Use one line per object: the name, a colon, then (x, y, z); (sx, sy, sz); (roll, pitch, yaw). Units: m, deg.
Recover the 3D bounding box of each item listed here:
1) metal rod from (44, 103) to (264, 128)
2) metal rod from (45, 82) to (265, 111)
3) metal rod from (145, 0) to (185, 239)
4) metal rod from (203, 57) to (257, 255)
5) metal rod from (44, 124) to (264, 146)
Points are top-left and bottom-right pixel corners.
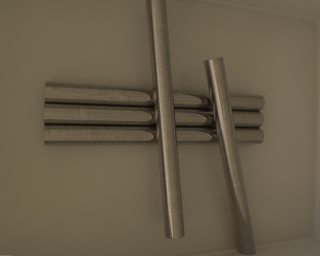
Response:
metal rod: (0.007, -0.015, 0.413); (0.303, 0.025, 0.025); (1, 90, -21)
metal rod: (0.008, -0.040, 0.413); (0.303, 0.025, 0.025); (1, 90, -21)
metal rod: (0.007, -0.013, 0.386); (0.025, 0.025, 0.298); (-5, 92, -20)
metal rod: (0.100, 0.054, 0.426); (0.025, 0.025, 0.298); (-17, 103, -20)
metal rod: (0.007, 0.010, 0.413); (0.303, 0.025, 0.025); (1, 90, -21)
